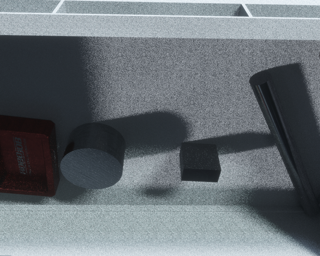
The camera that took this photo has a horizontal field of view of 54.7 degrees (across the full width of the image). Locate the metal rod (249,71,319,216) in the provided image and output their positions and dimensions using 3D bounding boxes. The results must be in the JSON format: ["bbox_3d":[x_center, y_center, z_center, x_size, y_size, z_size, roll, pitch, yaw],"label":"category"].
[{"bbox_3d":[0.189,0.041,0.447,0.025,0.025,0.300,-23,127,18],"label":"metal rod"}]

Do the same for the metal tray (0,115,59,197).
[{"bbox_3d":[-0.195,0.043,0.439,0.091,0.030,0.129,6,130,-6],"label":"metal tray"}]

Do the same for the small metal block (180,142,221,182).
[{"bbox_3d":[0.055,0.048,0.434,0.050,0.050,0.025,3,130,-4],"label":"small metal block"}]

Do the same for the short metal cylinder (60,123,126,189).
[{"bbox_3d":[-0.090,0.039,0.425,0.081,0.050,0.079,0,130,0],"label":"short metal cylinder"}]
